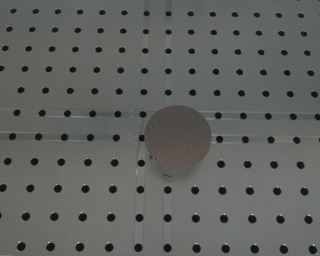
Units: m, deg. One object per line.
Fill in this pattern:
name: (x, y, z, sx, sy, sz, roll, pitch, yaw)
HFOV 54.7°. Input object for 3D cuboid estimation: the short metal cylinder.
short metal cylinder: (0.021, 0.018, 0.392, 0.081, 0.050, 0.080, 0, 70, 0)
